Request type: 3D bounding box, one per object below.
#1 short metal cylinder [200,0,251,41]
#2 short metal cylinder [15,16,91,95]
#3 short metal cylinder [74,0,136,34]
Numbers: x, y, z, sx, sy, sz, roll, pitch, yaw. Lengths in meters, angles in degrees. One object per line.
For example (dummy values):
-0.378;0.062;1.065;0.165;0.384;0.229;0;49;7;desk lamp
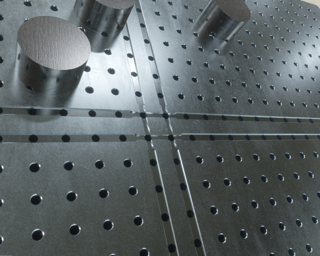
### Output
0.123;-0.214;0.589;0.081;0.050;0.080;14;56;-21;short metal cylinder
-0.130;-0.087;0.375;0.081;0.050;0.080;14;56;-21;short metal cylinder
-0.082;-0.188;0.462;0.081;0.050;0.080;14;56;-21;short metal cylinder
